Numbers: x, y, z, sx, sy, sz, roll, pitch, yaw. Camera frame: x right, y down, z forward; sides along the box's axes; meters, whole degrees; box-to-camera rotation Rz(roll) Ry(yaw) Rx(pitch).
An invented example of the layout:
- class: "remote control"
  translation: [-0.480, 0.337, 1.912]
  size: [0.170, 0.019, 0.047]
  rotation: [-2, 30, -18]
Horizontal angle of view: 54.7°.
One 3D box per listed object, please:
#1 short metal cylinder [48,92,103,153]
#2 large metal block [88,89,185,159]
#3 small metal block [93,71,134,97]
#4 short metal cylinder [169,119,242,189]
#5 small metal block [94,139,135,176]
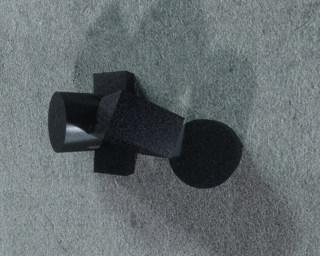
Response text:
- class: "short metal cylinder"
  translation: [-0.114, -0.008, 0.416]
  size: [0.080, 0.050, 0.079]
  rotation: [2, 92, 55]
- class: "large metal block"
  translation: [-0.031, -0.002, 0.371]
  size: [0.080, 0.080, 0.050]
  rotation: [23, 79, -24]
- class: "small metal block"
  translation: [-0.064, -0.051, 0.431]
  size: [0.050, 0.025, 0.050]
  rotation: [-1, 90, 19]
- class: "short metal cylinder"
  translation: [0.056, 0.029, 0.377]
  size: [0.080, 0.050, 0.079]
  rotation: [0, 90, 19]
- class: "small metal block"
  translation: [-0.063, 0.038, 0.431]
  size: [0.050, 0.025, 0.050]
  rotation: [3, 91, 19]
